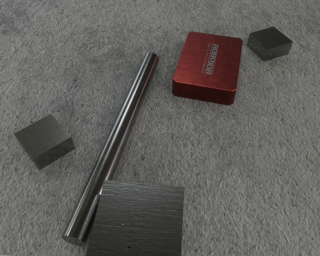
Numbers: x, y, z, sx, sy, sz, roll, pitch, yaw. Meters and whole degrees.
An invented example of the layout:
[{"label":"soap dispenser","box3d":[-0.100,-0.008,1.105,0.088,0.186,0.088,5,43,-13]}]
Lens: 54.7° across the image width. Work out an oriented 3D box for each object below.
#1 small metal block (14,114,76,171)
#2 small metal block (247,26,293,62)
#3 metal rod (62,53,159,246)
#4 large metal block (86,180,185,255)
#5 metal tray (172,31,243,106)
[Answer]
[{"label":"small metal block","box3d":[-0.143,0.017,0.387,0.050,0.025,0.050,-34,58,-26]},{"label":"small metal block","box3d":[0.186,-0.143,0.526,0.050,0.025,0.050,-19,53,-16]},{"label":"metal rod","box3d":[-0.049,0.001,0.401,0.025,0.025,0.300,11,51,9]},{"label":"large metal block","box3d":[-0.020,0.101,0.302,0.080,0.050,0.080,4,50,3]},{"label":"metal tray","box3d":[0.077,-0.097,0.483,0.090,0.030,0.130,11,51,8]}]
